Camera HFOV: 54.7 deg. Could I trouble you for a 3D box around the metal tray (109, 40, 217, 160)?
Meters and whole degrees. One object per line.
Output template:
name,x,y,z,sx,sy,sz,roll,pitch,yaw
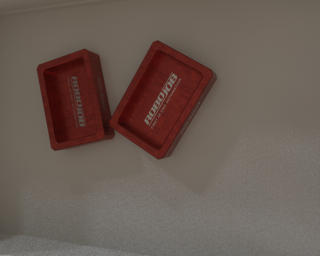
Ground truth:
metal tray,0.002,-0.036,0.406,0.090,0.030,0.129,33,101,17

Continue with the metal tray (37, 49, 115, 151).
metal tray,-0.123,-0.039,0.451,0.090,0.030,0.129,-13,86,19
